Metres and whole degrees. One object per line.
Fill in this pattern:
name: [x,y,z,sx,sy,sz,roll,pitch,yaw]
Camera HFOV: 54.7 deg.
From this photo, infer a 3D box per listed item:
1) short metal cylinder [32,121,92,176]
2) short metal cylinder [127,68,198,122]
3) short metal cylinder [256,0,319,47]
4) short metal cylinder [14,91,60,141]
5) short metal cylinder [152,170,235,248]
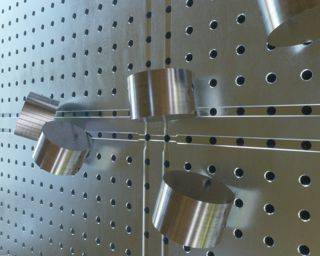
short metal cylinder: [-0.157,0.031,0.500,0.080,0.081,0.050,43,116,31]
short metal cylinder: [0.003,-0.036,0.369,0.080,0.081,0.050,-8,85,39]
short metal cylinder: [0.127,-0.111,0.268,0.080,0.081,0.050,-19,78,38]
short metal cylinder: [-0.214,-0.018,0.542,0.080,0.050,0.080,-54,25,39]
short metal cylinder: [0.036,0.086,0.342,0.080,0.081,0.050,24,105,37]
